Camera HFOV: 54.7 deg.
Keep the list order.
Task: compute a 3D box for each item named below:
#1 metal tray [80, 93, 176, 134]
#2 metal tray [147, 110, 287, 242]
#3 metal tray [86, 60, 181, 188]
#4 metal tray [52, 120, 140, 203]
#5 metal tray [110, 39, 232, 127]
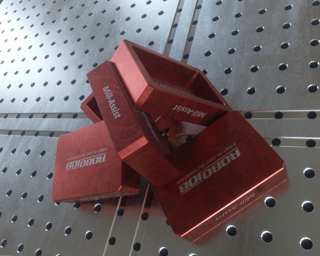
[{"bbox_3d":[-0.048,-0.025,0.443,0.090,0.030,0.130,-45,51,-4],"label":"metal tray"},{"bbox_3d":[0.058,0.050,0.342,0.130,0.030,0.090,-35,51,4],"label":"metal tray"},{"bbox_3d":[-0.030,-0.006,0.345,0.030,0.090,0.130,-33,52,6],"label":"metal tray"},{"bbox_3d":[-0.082,0.043,0.389,0.130,0.030,0.090,-17,65,36],"label":"metal tray"},{"bbox_3d":[0.016,-0.049,0.362,0.030,0.131,0.090,-53,46,28],"label":"metal tray"}]
